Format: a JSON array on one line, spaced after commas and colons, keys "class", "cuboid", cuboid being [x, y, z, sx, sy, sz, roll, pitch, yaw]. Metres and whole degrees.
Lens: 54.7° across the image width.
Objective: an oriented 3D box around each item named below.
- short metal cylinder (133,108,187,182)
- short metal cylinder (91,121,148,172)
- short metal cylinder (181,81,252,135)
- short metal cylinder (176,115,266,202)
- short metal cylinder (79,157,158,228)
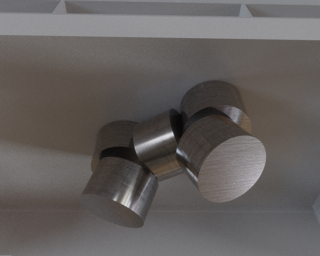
[{"class": "short metal cylinder", "cuboid": [0.009, 0.022, 0.389, 0.050, 0.080, 0.080, -23, 127, 18]}, {"class": "short metal cylinder", "cuboid": [-0.049, 0.037, 0.421, 0.081, 0.050, 0.079, 0, 130, 0]}, {"class": "short metal cylinder", "cuboid": [0.067, -0.011, 0.382, 0.081, 0.050, 0.079, 0, 130, 0]}, {"class": "short metal cylinder", "cuboid": [0.065, 0.032, 0.333, 0.081, 0.050, 0.079, -11, 120, -19]}, {"class": "short metal cylinder", "cuboid": [-0.048, 0.078, 0.372, 0.080, 0.050, 0.080, 15, 145, 12]}]
